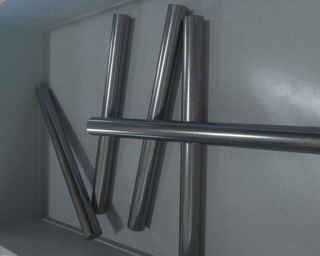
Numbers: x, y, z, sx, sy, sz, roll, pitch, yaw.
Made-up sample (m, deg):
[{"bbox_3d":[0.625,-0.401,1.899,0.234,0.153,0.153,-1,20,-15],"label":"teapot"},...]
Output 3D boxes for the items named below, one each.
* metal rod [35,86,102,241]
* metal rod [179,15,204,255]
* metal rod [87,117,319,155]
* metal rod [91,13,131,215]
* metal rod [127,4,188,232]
[{"bbox_3d":[-0.159,0.042,0.515,0.025,0.025,0.299,-48,56,29],"label":"metal rod"},{"bbox_3d":[0.038,0.018,0.373,0.025,0.025,0.298,2,91,39],"label":"metal rod"},{"bbox_3d":[0.040,0.005,0.342,0.300,0.025,0.025,3,92,30],"label":"metal rod"},{"bbox_3d":[-0.076,-0.016,0.466,0.025,0.025,0.298,13,98,39],"label":"metal rod"},{"bbox_3d":[-0.005,-0.006,0.409,0.025,0.025,0.298,18,101,38],"label":"metal rod"}]
